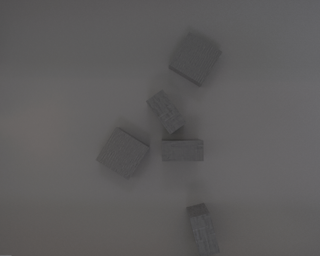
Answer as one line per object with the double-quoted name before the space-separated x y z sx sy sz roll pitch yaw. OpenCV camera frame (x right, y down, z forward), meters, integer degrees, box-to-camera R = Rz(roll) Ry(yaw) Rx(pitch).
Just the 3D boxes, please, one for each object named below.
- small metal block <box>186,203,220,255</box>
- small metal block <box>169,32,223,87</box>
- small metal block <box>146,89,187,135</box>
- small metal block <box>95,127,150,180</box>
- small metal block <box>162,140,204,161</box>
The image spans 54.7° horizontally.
"small metal block" 0.054 0.130 0.399 0.025 0.050 0.050 -15 90 0
"small metal block" 0.046 -0.090 0.411 0.050 0.025 0.050 31 90 0
"small metal block" 0.008 -0.020 0.399 0.025 0.050 0.050 -36 90 0
"small metal block" -0.048 0.033 0.411 0.050 0.025 0.050 32 90 0
"small metal block" 0.028 0.028 0.399 0.050 0.050 0.025 0 90 0
